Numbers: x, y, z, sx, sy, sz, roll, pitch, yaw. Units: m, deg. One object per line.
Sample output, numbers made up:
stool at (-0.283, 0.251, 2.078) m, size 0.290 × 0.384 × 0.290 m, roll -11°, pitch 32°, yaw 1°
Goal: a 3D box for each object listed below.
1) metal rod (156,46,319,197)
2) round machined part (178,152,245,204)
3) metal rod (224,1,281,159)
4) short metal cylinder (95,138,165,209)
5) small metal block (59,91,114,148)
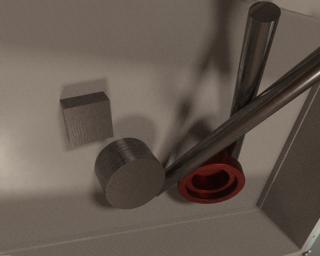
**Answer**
metal rod at (0.074, 0.012, 0.369) m, size 0.025 × 0.025 × 0.298 m, roll 12°, pitch 141°, yaw -34°
round machined part at (0.075, 0.070, 0.468) m, size 0.099 × 0.042 × 0.097 m, roll -2°, pitch 133°, yaw -1°
metal rod at (0.100, -0.021, 0.379) m, size 0.025 × 0.025 × 0.299 m, roll -30°, pitch 152°, yaw -10°
short metal cylinder at (-0.040, 0.060, 0.409) m, size 0.081 × 0.050 × 0.079 m, roll -14°, pitch 125°, yaw -21°
small metal block at (-0.084, -0.010, 0.358) m, size 0.050 × 0.025 × 0.050 m, roll -14°, pitch 125°, yaw -21°
